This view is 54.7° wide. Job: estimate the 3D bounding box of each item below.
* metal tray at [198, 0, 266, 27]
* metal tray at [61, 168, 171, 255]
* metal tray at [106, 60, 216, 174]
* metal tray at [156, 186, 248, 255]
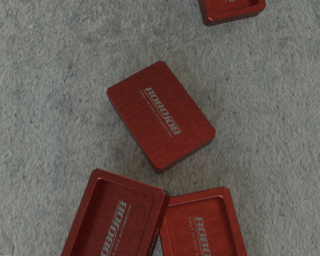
[{"bbox_3d":[0.098,-0.229,0.466,0.091,0.030,0.129,-14,92,-6],"label":"metal tray"},{"bbox_3d":[-0.051,0.119,0.342,0.090,0.030,0.130,14,77,18],"label":"metal tray"},{"bbox_3d":[0.000,-0.017,0.412,0.090,0.030,0.130,-31,73,-11],"label":"metal tray"},{"bbox_3d":[0.049,0.140,0.354,0.091,0.030,0.129,-10,70,-4],"label":"metal tray"}]
